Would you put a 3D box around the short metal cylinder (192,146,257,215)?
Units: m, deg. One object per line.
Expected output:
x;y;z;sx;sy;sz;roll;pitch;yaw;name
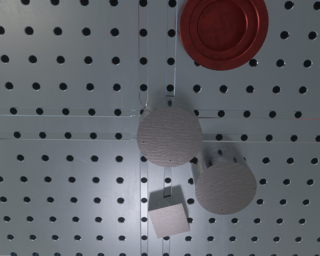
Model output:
0.086;0.071;0.427;0.081;0.050;0.079;0;110;0;short metal cylinder

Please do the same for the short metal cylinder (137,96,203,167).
0.012;0.004;0.401;0.081;0.050;0.079;0;110;0;short metal cylinder

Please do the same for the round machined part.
0.071;-0.119;0.361;0.099;0.042;0.097;0;110;0;round machined part

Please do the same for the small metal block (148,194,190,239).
0.014;0.131;0.462;0.050;0.025;0.050;-15;110;5;small metal block
